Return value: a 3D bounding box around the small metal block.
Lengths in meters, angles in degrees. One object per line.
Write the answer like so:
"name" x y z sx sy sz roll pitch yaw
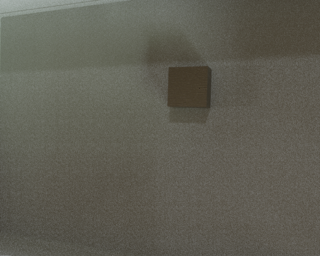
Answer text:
"small metal block" 0.038 -0.051 0.397 0.050 0.025 0.050 2 91 20
